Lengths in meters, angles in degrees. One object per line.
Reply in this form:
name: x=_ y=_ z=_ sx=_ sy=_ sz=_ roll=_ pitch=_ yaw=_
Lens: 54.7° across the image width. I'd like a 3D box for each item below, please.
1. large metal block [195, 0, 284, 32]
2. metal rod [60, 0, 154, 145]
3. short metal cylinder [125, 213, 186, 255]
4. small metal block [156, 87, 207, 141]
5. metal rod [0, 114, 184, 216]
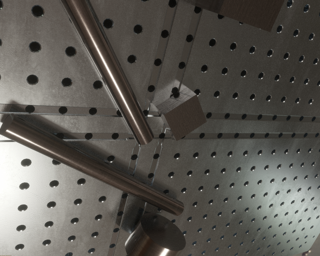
large metal block: x=0.098 y=-0.163 z=0.349 sx=0.081 sy=0.050 sz=0.079 roll=5 pitch=116 yaw=-31
metal rod: x=-0.068 y=-0.093 z=0.317 sx=0.025 sy=0.025 sz=0.299 roll=-31 pitch=129 yaw=-9
short metal cylinder: x=-0.007 y=0.180 z=0.485 sx=0.080 sy=0.080 sz=0.050 roll=20 pitch=107 yaw=-36
small metal block: x=0.029 y=-0.018 z=0.418 sx=0.050 sy=0.025 sz=0.050 roll=-33 pitch=129 yaw=-7
metal rod: x=-0.065 y=0.064 z=0.416 sx=0.025 sy=0.025 sz=0.301 roll=-49 pitch=129 yaw=6
